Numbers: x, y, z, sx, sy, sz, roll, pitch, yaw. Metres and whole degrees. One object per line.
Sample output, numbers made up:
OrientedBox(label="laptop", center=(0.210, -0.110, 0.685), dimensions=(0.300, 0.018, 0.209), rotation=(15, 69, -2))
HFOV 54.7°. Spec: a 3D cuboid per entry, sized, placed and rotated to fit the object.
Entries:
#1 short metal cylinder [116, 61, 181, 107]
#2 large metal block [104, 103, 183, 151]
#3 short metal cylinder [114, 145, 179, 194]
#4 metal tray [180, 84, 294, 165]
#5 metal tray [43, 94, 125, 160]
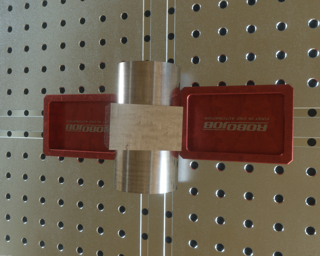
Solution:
OrientedBox(label="short metal cylinder", center=(-0.015, -0.051, 0.388), dimensions=(0.080, 0.080, 0.050), rotation=(2, 91, 20))
OrientedBox(label="large metal block", center=(-0.024, -0.001, 0.376), dimensions=(0.081, 0.080, 0.050), rotation=(2, 91, -14))
OrientedBox(label="short metal cylinder", center=(-0.017, 0.049, 0.389), dimensions=(0.080, 0.080, 0.050), rotation=(2, 91, 20))
OrientedBox(label="metal tray", center=(0.091, -0.005, 0.377), dimensions=(0.130, 0.030, 0.089), rotation=(1, 90, 19))
OrientedBox(label="metal tray", center=(-0.105, -0.003, 0.446), dimensions=(0.130, 0.030, 0.089), rotation=(1, 90, 19))
